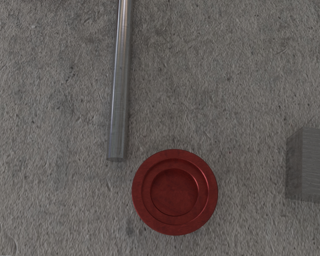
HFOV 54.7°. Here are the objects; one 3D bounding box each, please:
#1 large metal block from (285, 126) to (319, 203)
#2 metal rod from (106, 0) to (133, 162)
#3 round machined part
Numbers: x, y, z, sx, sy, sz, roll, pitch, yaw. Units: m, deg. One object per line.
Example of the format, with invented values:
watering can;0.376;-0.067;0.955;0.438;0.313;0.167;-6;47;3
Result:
large metal block;0.204;0.049;0.378;0.080;0.050;0.080;9;70;3
metal rod;-0.055;-0.100;0.444;0.025;0.025;0.299;0;70;0
round machined part;0.017;0.077;0.371;0.099;0.042;0.098;0;70;0
